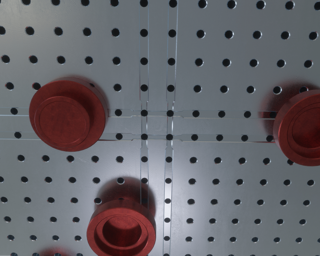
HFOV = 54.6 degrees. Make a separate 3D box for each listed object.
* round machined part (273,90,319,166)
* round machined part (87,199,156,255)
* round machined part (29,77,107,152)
[{"bbox_3d":[0.197,-0.003,0.405,0.099,0.042,0.097,0,110,0],"label":"round machined part"},{"bbox_3d":[-0.055,0.147,0.458,0.099,0.042,0.097,0,110,0],"label":"round machined part"},{"bbox_3d":[-0.120,-0.013,0.399,0.099,0.042,0.097,0,110,0],"label":"round machined part"}]
